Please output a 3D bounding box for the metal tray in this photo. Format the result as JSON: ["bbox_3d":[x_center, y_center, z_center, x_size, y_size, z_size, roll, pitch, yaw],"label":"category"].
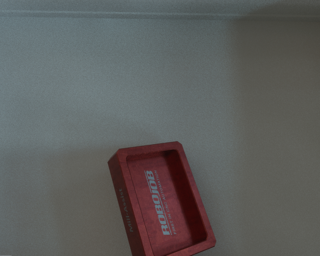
[{"bbox_3d":[0.001,0.084,0.355,0.091,0.030,0.130,-6,67,-33],"label":"metal tray"}]
